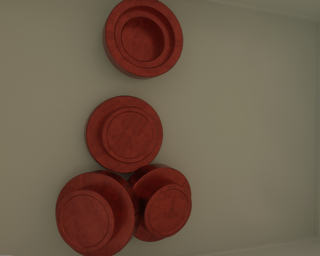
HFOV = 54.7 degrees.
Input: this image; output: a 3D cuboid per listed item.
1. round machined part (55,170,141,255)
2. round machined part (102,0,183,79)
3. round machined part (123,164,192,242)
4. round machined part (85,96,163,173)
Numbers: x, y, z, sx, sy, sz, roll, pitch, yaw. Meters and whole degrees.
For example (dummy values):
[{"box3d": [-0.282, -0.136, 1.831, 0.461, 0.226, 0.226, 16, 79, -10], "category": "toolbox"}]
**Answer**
[{"box3d": [-0.075, 0.099, 0.349, 0.098, 0.042, 0.097, 0, 90, 15], "category": "round machined part"}, {"box3d": [-0.024, -0.110, 0.392, 0.099, 0.042, 0.097, 0, 90, -20], "category": "round machined part"}, {"box3d": [0.001, 0.097, 0.390, 0.099, 0.042, 0.097, -6, 102, -31], "category": "round machined part"}, {"box3d": [-0.042, 0.008, 0.386, 0.099, 0.042, 0.097, 0, 90, -20], "category": "round machined part"}]
